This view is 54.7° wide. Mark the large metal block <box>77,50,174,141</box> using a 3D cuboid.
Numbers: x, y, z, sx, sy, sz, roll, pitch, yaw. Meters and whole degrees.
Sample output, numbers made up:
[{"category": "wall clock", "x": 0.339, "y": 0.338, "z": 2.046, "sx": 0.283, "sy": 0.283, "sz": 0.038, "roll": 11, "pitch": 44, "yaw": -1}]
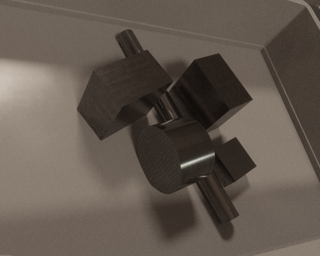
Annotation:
[{"category": "large metal block", "x": -0.043, "y": -0.039, "z": 0.372, "sx": 0.081, "sy": 0.080, "sz": 0.050, "roll": -32, "pitch": 80, "yaw": -38}]

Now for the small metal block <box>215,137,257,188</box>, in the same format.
[{"category": "small metal block", "x": 0.098, "y": 0.047, "z": 0.432, "sx": 0.050, "sy": 0.025, "sz": 0.050, "roll": -24, "pitch": 75, "yaw": -37}]

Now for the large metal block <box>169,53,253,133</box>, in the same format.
[{"category": "large metal block", "x": 0.067, "y": -0.044, "z": 0.436, "sx": 0.050, "sy": 0.080, "sz": 0.080, "roll": -23, "pitch": 74, "yaw": -36}]

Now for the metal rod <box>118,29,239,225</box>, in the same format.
[{"category": "metal rod", "x": 0.018, "y": -0.012, "z": 0.424, "sx": 0.025, "sy": 0.025, "sz": 0.299, "roll": -18, "pitch": 71, "yaw": -35}]

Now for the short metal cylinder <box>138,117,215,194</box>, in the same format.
[{"category": "short metal cylinder", "x": 0.017, "y": 0.031, "z": 0.363, "sx": 0.050, "sy": 0.080, "sz": 0.080, "roll": -16, "pitch": 70, "yaw": -35}]
